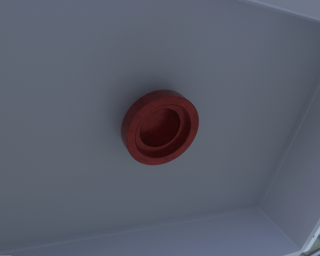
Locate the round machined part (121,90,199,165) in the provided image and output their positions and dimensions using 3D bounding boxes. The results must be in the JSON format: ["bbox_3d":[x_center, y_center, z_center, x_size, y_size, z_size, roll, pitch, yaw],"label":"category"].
[{"bbox_3d":[-0.003,-0.004,0.395,0.099,0.042,0.097,-14,125,-21],"label":"round machined part"}]
